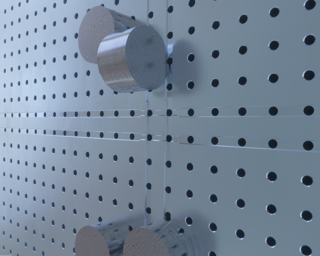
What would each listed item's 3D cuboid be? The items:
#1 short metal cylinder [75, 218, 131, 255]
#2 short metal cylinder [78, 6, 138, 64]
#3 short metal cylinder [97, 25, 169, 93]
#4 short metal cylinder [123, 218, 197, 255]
[{"bbox_3d":[-0.081,0.180,0.460,0.080,0.050,0.080,0,90,40],"label":"short metal cylinder"},{"bbox_3d":[-0.075,-0.131,0.455,0.080,0.050,0.079,0,90,40],"label":"short metal cylinder"},{"bbox_3d":[-0.033,-0.087,0.401,0.050,0.081,0.080,-1,90,40],"label":"short metal cylinder"},{"bbox_3d":[-0.001,0.161,0.394,0.080,0.050,0.079,0,90,40],"label":"short metal cylinder"}]
